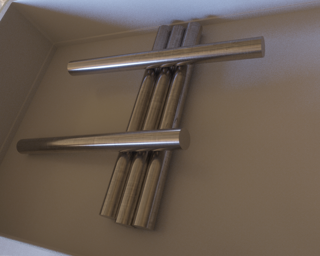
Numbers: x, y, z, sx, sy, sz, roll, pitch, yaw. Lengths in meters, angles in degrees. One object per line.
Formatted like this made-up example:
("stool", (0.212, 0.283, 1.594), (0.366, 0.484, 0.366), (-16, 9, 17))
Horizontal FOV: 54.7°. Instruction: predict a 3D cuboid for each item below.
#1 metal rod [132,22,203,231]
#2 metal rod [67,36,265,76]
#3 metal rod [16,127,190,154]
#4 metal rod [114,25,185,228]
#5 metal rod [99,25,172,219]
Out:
("metal rod", (0.017, -0.020, 0.407), (0.025, 0.025, 0.300), (1, 62, 29))
("metal rod", (-0.010, -0.097, 0.437), (0.300, 0.025, 0.025), (0, 62, 28))
("metal rod", (-0.097, 0.021, 0.420), (0.300, 0.025, 0.025), (-4, 60, 34))
("metal rod", (-0.006, -0.019, 0.420), (0.025, 0.025, 0.300), (1, 62, 29))
("metal rod", (-0.026, -0.024, 0.434), (0.025, 0.025, 0.300), (1, 62, 28))
